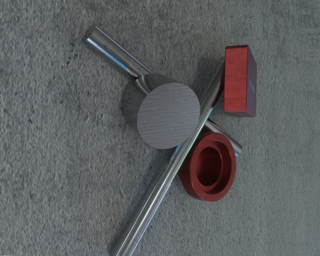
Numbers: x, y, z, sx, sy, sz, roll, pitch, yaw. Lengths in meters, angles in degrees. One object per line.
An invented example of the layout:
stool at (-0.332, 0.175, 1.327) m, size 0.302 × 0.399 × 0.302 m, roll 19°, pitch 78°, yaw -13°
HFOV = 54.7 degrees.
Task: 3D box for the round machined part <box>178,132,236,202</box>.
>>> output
round machined part at (0.063, 0.055, 0.448) m, size 0.099 × 0.042 × 0.097 m, roll 0°, pitch 90°, yaw -40°

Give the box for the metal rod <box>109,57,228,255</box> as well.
metal rod at (0.024, 0.030, 0.404) m, size 0.025 × 0.025 × 0.300 m, roll 41°, pitch 72°, yaw -33°

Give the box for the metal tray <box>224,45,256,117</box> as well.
metal tray at (0.125, -0.065, 0.470) m, size 0.130 × 0.030 × 0.089 m, roll 4°, pitch 87°, yaw -68°

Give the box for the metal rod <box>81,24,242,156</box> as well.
metal rod at (0.023, -0.034, 0.426) m, size 0.301 × 0.025 × 0.025 m, roll 35°, pitch 69°, yaw -35°

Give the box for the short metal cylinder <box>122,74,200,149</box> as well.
short metal cylinder at (0.001, -0.021, 0.373) m, size 0.081 × 0.050 × 0.079 m, roll -11°, pitch 115°, yaw -24°
